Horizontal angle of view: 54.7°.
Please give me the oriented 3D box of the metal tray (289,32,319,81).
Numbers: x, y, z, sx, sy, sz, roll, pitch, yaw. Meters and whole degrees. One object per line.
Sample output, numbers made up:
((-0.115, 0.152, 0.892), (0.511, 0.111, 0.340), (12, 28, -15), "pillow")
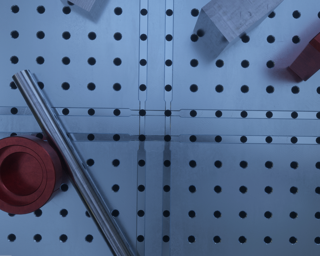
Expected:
((0.229, -0.122, 0.381), (0.130, 0.090, 0.030), (-42, 79, 0), "metal tray")

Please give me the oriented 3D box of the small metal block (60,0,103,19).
((-0.102, -0.184, 0.412), (0.050, 0.025, 0.050), (28, 90, -1), "small metal block")

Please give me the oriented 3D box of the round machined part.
((-0.173, 0.057, 0.399), (0.099, 0.042, 0.097), (0, 94, 5), "round machined part")

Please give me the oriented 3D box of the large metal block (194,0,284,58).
((0.094, -0.140, 0.387), (0.080, 0.080, 0.050), (-38, 90, 0), "large metal block")

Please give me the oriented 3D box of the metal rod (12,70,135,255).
((-0.110, 0.059, 0.411), (0.025, 0.025, 0.299), (-29, 90, 0), "metal rod")
